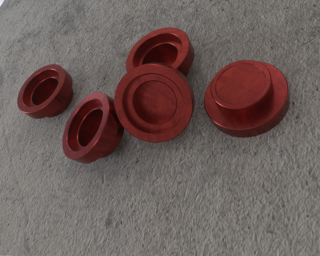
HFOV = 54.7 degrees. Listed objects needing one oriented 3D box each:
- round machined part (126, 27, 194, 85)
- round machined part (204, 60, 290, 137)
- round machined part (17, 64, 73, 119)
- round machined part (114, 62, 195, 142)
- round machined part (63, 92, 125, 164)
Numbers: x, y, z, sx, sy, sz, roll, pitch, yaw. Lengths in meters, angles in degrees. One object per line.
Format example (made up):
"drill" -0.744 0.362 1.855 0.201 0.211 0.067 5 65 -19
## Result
"round machined part" 0.004 -0.094 0.449 0.098 0.042 0.098 -13 56 21
"round machined part" 0.099 -0.041 0.366 0.098 0.042 0.098 -13 56 21
"round machined part" -0.189 -0.057 0.527 0.098 0.042 0.098 -13 56 21
"round machined part" -0.005 -0.034 0.394 0.098 0.098 0.042 -19 12 17
"round machined part" -0.087 0.003 0.426 0.098 0.042 0.098 -23 52 34
